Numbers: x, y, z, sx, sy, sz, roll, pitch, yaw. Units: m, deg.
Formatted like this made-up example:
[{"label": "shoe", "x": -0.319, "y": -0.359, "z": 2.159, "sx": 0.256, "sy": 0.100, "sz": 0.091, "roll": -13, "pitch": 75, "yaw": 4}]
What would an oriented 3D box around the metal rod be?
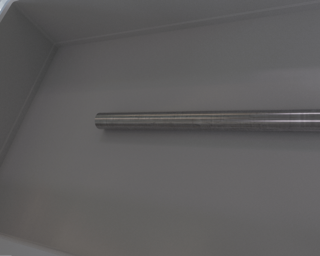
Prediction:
[{"label": "metal rod", "x": 0.044, "y": -0.009, "z": 0.388, "sx": 0.300, "sy": 0.025, "sz": 0.025, "roll": 1, "pitch": 62, "yaw": 28}]
